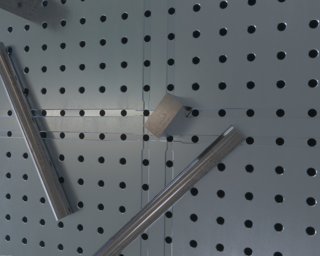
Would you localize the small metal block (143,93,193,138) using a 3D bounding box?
[{"bbox_3d":[0.012,-0.015,0.395,0.025,0.050,0.050,40,103,15],"label":"small metal block"}]

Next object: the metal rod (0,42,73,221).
[{"bbox_3d":[-0.205,-0.001,0.485,0.025,0.025,0.299,-28,81,18],"label":"metal rod"}]

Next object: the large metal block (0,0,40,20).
[{"bbox_3d":[-0.242,-0.219,0.469,0.080,0.080,0.050,40,103,15],"label":"large metal block"}]

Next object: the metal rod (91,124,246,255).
[{"bbox_3d":[-0.006,0.108,0.414,0.299,0.025,0.025,-45,76,14],"label":"metal rod"}]
